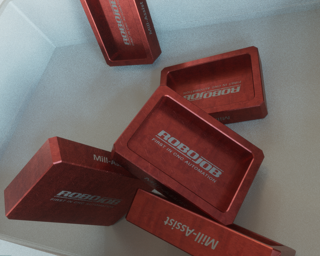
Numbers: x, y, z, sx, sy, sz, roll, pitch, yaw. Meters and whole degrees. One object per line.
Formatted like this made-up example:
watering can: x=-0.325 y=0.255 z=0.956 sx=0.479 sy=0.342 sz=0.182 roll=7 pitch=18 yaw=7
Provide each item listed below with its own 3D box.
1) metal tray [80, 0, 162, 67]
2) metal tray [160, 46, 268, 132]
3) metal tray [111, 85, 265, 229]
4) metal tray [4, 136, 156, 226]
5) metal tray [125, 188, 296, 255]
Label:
metal tray: x=-0.059 y=-0.158 z=0.463 sx=0.090 sy=0.129 sz=0.030 roll=3 pitch=41 yaw=29
metal tray: x=0.064 y=-0.048 z=0.397 sx=0.130 sy=0.030 sz=0.090 roll=-9 pitch=58 yaw=22
metal tray: x=0.029 y=0.027 z=0.312 sx=0.130 sy=0.030 sz=0.090 roll=34 pitch=63 yaw=1
metal tray: x=-0.077 y=0.063 z=0.325 sx=0.090 sy=0.131 sz=0.030 roll=-44 pitch=49 yaw=21
metal tray: x=0.045 y=0.096 z=0.278 sx=0.130 sy=0.090 sz=0.030 roll=16 pitch=80 yaw=34
